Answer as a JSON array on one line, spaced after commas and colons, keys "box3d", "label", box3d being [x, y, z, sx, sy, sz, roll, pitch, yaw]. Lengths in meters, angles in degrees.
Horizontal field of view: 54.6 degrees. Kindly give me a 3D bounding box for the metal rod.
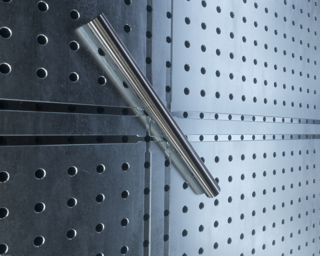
[{"box3d": [0.004, -0.012, 0.411, 0.025, 0.025, 0.300, -50, 120, -28], "label": "metal rod"}]
